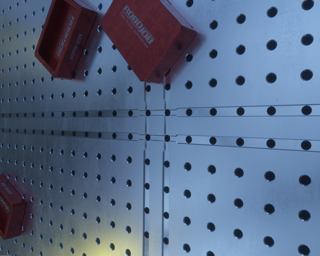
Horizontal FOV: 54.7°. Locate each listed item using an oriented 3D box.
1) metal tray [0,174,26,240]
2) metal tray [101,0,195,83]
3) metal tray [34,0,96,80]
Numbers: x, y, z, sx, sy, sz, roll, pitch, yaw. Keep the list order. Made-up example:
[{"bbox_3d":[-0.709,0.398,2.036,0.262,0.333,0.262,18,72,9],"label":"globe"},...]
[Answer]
[{"bbox_3d":[-0.350,0.173,0.689,0.130,0.030,0.089,30,108,35],"label":"metal tray"},{"bbox_3d":[-0.022,-0.136,0.422,0.090,0.030,0.130,-49,61,28],"label":"metal tray"},{"bbox_3d":[-0.169,-0.162,0.541,0.090,0.030,0.129,43,116,31],"label":"metal tray"}]
